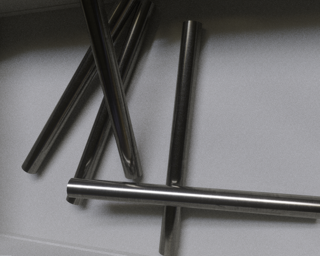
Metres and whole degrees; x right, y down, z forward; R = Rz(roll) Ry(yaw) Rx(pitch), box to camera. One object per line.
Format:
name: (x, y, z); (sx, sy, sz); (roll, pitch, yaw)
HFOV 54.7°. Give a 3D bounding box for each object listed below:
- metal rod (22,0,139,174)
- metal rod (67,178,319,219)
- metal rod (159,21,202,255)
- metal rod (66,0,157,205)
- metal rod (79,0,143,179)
metal rod: (-0.121, -0.056, 0.445); (0.025, 0.025, 0.299); (39, 105, 16)
metal rod: (0.033, 0.083, 0.374); (0.301, 0.025, 0.025); (2, 91, 10)
metal rod: (0.026, 0.015, 0.401); (0.025, 0.025, 0.298); (7, 92, 20)
metal rod: (-0.071, -0.031, 0.435); (0.025, 0.025, 0.298); (24, 98, 18)
metal rod: (-0.061, -0.070, 0.364); (0.025, 0.025, 0.298); (-1, 116, 20)
